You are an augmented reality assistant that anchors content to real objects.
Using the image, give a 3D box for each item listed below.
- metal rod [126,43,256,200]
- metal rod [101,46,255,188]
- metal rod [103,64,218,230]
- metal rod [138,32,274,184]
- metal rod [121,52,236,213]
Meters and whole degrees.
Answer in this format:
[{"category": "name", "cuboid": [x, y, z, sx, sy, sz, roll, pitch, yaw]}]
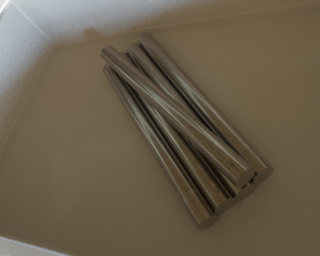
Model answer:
[{"category": "metal rod", "cuboid": [0.022, -0.031, 0.411, 0.025, 0.025, 0.300, -37, 51, 4]}, {"category": "metal rod", "cuboid": [0.000, -0.035, 0.392, 0.025, 0.025, 0.300, -43, 51, -2]}, {"category": "metal rod", "cuboid": [-0.016, 0.001, 0.412, 0.025, 0.025, 0.300, -37, 51, 4]}, {"category": "metal rod", "cuboid": [0.041, -0.048, 0.412, 0.025, 0.025, 0.300, -37, 51, 4]}, {"category": "metal rod", "cuboid": [0.002, -0.017, 0.413, 0.025, 0.025, 0.300, -37, 51, 4]}]
